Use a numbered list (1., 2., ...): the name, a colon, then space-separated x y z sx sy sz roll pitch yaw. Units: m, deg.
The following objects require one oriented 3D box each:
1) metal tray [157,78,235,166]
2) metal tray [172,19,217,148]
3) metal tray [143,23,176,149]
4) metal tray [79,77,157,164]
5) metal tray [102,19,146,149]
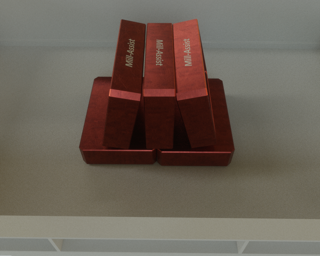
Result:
1. metal tray: 0.043 -0.012 0.410 0.091 0.030 0.130 1 50 0
2. metal tray: 0.040 -0.053 0.364 0.030 0.090 0.130 -9 49 11
3. metal tray: 0.000 -0.051 0.363 0.030 0.089 0.130 0 48 0
4. metal tray: -0.049 -0.014 0.410 0.091 0.030 0.130 1 50 0
5. metal tray: -0.041 -0.052 0.362 0.030 0.089 0.130 8 49 -10
